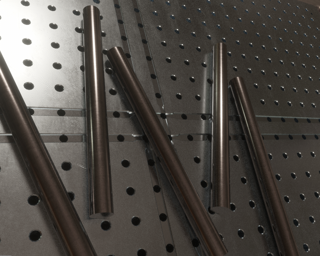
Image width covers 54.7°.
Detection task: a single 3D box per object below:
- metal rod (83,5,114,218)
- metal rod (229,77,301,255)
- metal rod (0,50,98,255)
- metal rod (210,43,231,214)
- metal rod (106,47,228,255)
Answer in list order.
[{"bbox_3d":[-0.081,-0.040,0.390,0.025,0.025,0.299,6,59,-26],"label":"metal rod"},{"bbox_3d":[0.151,0.051,0.460,0.025,0.025,0.299,6,59,-26],"label":"metal rod"},{"bbox_3d":[-0.124,0.038,0.319,0.025,0.025,0.299,-20,73,-36],"label":"metal rod"},{"bbox_3d":[0.092,-0.020,0.471,0.025,0.025,0.300,20,54,-17],"label":"metal rod"},{"bbox_3d":[0.001,0.020,0.397,0.025,0.025,0.299,-16,70,-35],"label":"metal rod"}]
